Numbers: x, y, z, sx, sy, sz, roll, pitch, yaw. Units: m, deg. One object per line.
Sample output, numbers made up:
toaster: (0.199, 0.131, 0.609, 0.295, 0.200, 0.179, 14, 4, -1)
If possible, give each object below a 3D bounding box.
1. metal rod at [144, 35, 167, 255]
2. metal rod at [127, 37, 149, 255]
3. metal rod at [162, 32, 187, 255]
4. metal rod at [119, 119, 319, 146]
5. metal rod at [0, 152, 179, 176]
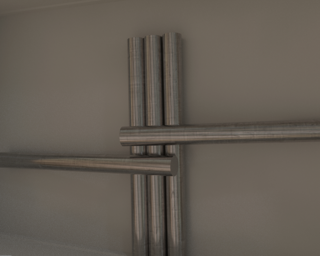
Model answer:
metal rod: (-0.005, 0.029, 0.410, 0.025, 0.025, 0.298, -2, 89, 19)
metal rod: (-0.028, 0.030, 0.418, 0.025, 0.025, 0.298, -2, 89, 19)
metal rod: (0.019, 0.028, 0.402, 0.025, 0.025, 0.298, -2, 89, 19)
metal rod: (0.100, 0.005, 0.355, 0.301, 0.025, 0.025, -2, 89, 13)
metal rod: (-0.119, 0.048, 0.432, 0.301, 0.025, 0.025, -1, 90, 25)
